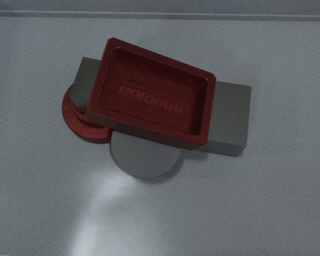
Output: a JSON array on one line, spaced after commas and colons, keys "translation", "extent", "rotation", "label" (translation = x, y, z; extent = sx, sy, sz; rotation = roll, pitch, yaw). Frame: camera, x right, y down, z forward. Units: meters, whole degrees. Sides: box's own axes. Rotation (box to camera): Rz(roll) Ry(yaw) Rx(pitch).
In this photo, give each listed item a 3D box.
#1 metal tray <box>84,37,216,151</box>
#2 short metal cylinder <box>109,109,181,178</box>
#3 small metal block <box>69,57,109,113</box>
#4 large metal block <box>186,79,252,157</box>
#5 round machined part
[{"translation": [-0.007, -0.035, 0.343], "extent": [0.131, 0.030, 0.090], "rotation": [17, 70, -15], "label": "metal tray"}, {"translation": [-0.020, 0.019, 0.375], "extent": [0.081, 0.050, 0.080], "rotation": [1, 83, -12], "label": "short metal cylinder"}, {"translation": [-0.081, -0.047, 0.366], "extent": [0.025, 0.050, 0.050], "rotation": [12, 71, 4], "label": "small metal block"}, {"translation": [0.068, -0.013, 0.399], "extent": [0.080, 0.050, 0.080], "rotation": [9, 70, 3], "label": "large metal block"}, {"translation": [-0.081, -0.032, 0.409], "extent": [0.099, 0.042, 0.098], "rotation": [0, 70, -1], "label": "round machined part"}]
